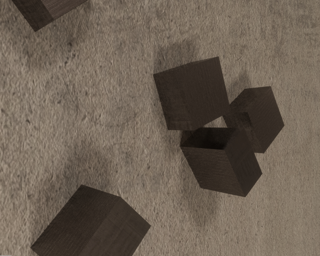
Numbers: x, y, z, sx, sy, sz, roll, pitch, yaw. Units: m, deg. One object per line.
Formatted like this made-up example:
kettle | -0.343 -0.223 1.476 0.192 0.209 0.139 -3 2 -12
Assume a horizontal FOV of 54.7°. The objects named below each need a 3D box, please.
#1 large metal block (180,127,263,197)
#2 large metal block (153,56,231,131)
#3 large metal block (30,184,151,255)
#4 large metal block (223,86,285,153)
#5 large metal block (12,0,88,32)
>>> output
large metal block | 0.088 0.046 0.445 0.050 0.080 0.080 -42 116 -32
large metal block | 0.046 -0.048 0.429 0.081 0.050 0.080 -25 106 -37
large metal block | -0.070 0.110 0.312 0.050 0.080 0.080 52 60 -28
large metal block | 0.160 -0.014 0.525 0.080 0.050 0.080 -42 116 -32
large metal block | -0.107 -0.153 0.300 0.080 0.050 0.080 -47 119 -30
